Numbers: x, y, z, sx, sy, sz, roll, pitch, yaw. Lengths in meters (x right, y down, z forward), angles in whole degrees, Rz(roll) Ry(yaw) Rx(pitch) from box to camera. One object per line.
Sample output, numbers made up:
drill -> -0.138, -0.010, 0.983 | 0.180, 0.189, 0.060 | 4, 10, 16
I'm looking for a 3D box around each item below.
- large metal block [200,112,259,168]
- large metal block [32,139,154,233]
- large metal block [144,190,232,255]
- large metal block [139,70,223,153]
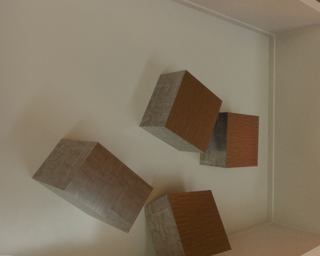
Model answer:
large metal block -> 0.110, 0.019, 0.485 | 0.081, 0.050, 0.080 | 4, 88, -40
large metal block -> -0.069, 0.056, 0.315 | 0.080, 0.080, 0.050 | 46, 63, -31
large metal block -> 0.035, 0.129, 0.401 | 0.081, 0.050, 0.080 | 5, 58, -40
large metal block -> 0.030, -0.020, 0.418 | 0.080, 0.050, 0.080 | 33, 70, -36
